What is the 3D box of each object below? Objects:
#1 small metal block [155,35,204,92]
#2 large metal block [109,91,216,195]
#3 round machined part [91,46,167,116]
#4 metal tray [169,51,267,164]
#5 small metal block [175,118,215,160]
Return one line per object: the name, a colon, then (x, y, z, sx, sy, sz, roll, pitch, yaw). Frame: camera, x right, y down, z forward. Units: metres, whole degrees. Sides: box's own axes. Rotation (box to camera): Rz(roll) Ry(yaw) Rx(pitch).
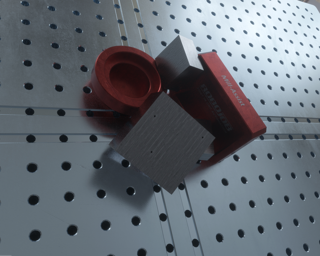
small metal block: (0.024, -0.083, 0.405, 0.025, 0.050, 0.050, 9, 55, -41)
large metal block: (0.001, 0.015, 0.356, 0.080, 0.050, 0.080, 41, 82, -15)
round machined part: (-0.043, -0.058, 0.410, 0.099, 0.042, 0.098, 14, 56, -21)
metal tray: (0.073, -0.027, 0.424, 0.030, 0.090, 0.130, -19, 72, -36)
small metal block: (0.043, 0.014, 0.418, 0.050, 0.025, 0.050, 6, 63, -13)
